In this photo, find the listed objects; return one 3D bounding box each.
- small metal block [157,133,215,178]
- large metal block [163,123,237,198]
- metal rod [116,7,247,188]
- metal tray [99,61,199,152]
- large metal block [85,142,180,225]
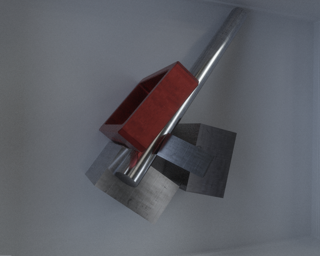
[{"bbox_3d":[0.029,0.029,0.329,0.050,0.050,0.025,26,89,13],"label":"small metal block"},{"bbox_3d":[0.047,0.039,0.400,0.050,0.080,0.080,14,85,-20],"label":"large metal block"},{"bbox_3d":[0.041,-0.057,0.377,0.025,0.025,0.301,43,59,-15],"label":"metal rod"},{"bbox_3d":[-0.019,-0.021,0.346,0.030,0.130,0.090,42,78,-15],"label":"metal tray"},{"bbox_3d":[-0.036,0.062,0.369,0.080,0.080,0.050,38,78,-17],"label":"large metal block"}]
